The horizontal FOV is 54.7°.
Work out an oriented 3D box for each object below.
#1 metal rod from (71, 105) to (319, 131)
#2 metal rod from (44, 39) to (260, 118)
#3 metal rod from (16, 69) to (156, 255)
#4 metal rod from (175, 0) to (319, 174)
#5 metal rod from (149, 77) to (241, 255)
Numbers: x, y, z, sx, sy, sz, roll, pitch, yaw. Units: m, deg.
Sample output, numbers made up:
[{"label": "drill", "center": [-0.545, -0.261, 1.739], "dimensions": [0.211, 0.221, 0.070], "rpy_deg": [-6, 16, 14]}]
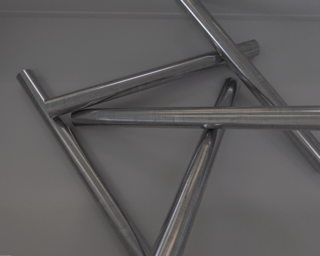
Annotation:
[{"label": "metal rod", "center": [0.027, -0.012, 0.357], "dimensions": [0.301, 0.025, 0.025], "rpy_deg": [1, 69, 23]}, {"label": "metal rod", "center": [-0.001, -0.071, 0.422], "dimensions": [0.302, 0.025, 0.025], "rpy_deg": [-18, 71, -12]}, {"label": "metal rod", "center": [-0.101, 0.040, 0.393], "dimensions": [0.025, 0.025, 0.300], "rpy_deg": [-34, 74, -12]}, {"label": "metal rod", "center": [0.122, -0.066, 0.410], "dimensions": [0.025, 0.025, 0.300], "rpy_deg": [-36, 83, -12]}, {"label": "metal rod", "center": [0.046, 0.035, 0.332], "dimensions": [0.025, 0.025, 0.301], "rpy_deg": [23, 47, 8]}]
